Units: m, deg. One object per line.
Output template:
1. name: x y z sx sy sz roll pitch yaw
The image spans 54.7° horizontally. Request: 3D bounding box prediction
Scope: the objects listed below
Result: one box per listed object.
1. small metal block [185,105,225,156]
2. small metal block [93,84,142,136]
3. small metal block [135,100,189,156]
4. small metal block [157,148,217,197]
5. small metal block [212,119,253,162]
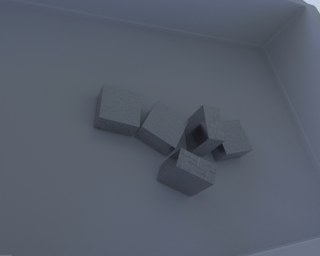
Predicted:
1. small metal block: 0.059 0.004 0.418 0.025 0.050 0.050 10 58 -24
2. small metal block: -0.052 -0.022 0.389 0.050 0.025 0.050 14 56 -21
3. small metal block: 0.003 0.000 0.405 0.050 0.025 0.050 34 51 -7
4. small metal block: 0.032 0.054 0.372 0.050 0.050 0.025 27 53 -12
5. small metal block: 0.098 0.017 0.447 0.050 0.025 0.050 -6 65 -31
